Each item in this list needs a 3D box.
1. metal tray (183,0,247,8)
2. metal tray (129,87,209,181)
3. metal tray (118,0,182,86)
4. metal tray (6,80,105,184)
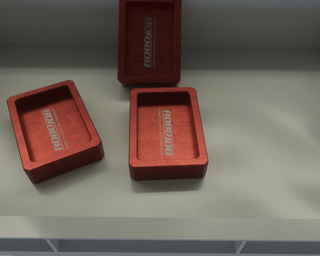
[{"bbox_3d":[0.120,-0.297,0.655,0.131,0.030,0.090,10,51,7],"label":"metal tray"},{"bbox_3d":[0.007,0.003,0.399,0.091,0.030,0.130,-2,50,-2],"label":"metal tray"},{"bbox_3d":[-0.015,-0.128,0.461,0.091,0.030,0.129,1,88,0],"label":"metal tray"},{"bbox_3d":[-0.137,-0.001,0.400,0.091,0.030,0.130,-20,53,-17],"label":"metal tray"}]
